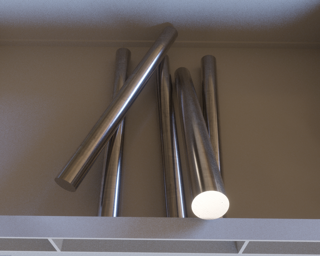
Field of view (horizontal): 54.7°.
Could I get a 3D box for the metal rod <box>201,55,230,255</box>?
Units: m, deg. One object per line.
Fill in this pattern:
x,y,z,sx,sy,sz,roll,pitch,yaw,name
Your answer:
0.066,0.008,0.398,0.025,0.025,0.300,3,50,3,metal rod

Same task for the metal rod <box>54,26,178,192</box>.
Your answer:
-0.040,-0.047,0.410,0.025,0.025,0.301,18,52,14,metal rod

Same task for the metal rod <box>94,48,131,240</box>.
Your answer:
-0.057,-0.006,0.409,0.025,0.025,0.300,-1,50,-1,metal rod

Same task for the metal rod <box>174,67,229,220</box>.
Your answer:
0.034,-0.015,0.342,0.025,0.025,0.300,0,26,0,metal rod

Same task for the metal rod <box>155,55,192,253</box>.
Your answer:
0.011,0.005,0.400,0.025,0.025,0.300,-2,50,-2,metal rod
